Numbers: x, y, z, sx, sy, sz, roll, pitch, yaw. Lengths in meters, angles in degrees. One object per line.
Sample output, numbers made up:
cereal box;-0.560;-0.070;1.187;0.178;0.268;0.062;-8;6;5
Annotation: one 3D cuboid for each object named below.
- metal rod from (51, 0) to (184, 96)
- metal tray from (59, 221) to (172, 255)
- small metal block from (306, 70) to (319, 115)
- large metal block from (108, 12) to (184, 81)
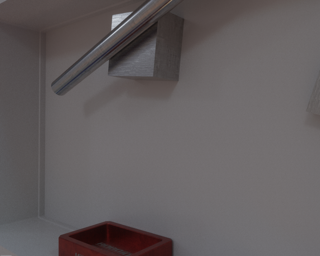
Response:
metal rod;-0.043;-0.114;0.375;0.299;0.025;0.025;-27;74;36
metal tray;-0.060;0.161;0.411;0.130;0.091;0.030;0;90;39
small metal block;0.165;-0.031;0.271;0.050;0.025;0.050;22;104;37
large metal block;-0.019;-0.105;0.404;0.080;0.050;0.079;9;96;39
